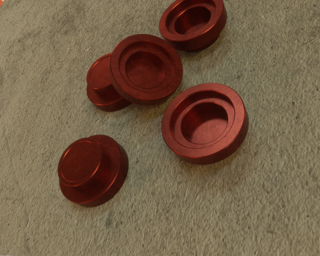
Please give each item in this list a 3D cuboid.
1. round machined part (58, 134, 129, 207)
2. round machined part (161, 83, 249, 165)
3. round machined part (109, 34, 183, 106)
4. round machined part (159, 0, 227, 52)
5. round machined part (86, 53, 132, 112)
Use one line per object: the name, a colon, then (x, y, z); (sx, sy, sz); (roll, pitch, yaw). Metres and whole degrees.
round machined part: (-0.095, 0.051, 0.411); (0.098, 0.042, 0.098); (-13, 56, 21)
round machined part: (0.055, -0.002, 0.365); (0.098, 0.042, 0.098); (-13, 56, 21)
round machined part: (-0.021, -0.077, 0.430); (0.099, 0.042, 0.098); (4, 74, -14)
round machined part: (0.051, -0.152, 0.459); (0.098, 0.042, 0.098); (-13, 56, 21)
round machined part: (-0.074, -0.077, 0.479); (0.098, 0.042, 0.098); (-13, 56, 21)
